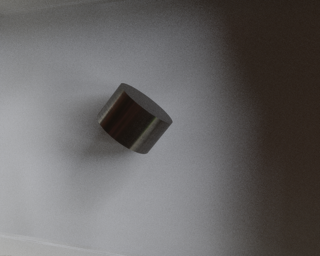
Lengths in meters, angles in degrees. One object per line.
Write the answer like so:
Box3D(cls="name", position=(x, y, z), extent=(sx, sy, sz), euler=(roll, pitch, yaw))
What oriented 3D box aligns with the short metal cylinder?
Box3D(cls="short metal cylinder", position=(-0.031, -0.012, 0.391), extent=(0.080, 0.080, 0.050), euler=(42, 103, 15))
